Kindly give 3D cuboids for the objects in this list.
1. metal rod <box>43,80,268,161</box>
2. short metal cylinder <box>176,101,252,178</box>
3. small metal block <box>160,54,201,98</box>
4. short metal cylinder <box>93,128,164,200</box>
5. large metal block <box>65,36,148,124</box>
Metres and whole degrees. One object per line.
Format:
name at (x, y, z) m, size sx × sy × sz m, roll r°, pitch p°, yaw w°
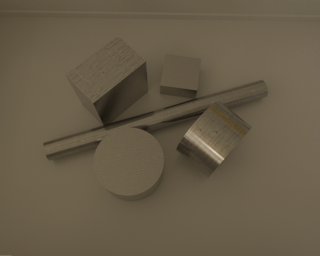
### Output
metal rod at (0.000, -0.013, 0.413) m, size 0.302 × 0.025 × 0.025 m, roll -16°, pitch 71°, yaw -7°
short metal cylinder at (0.065, 0.014, 0.375) m, size 0.050 × 0.080 × 0.080 m, roll 41°, pitch 75°, yaw 13°
small metal block at (0.029, -0.073, 0.435) m, size 0.050 × 0.025 × 0.050 m, roll 8°, pitch 70°, yaw 2°
short metal cylinder at (-0.036, 0.045, 0.377) m, size 0.081 × 0.050 × 0.080 m, roll 0°, pitch 70°, yaw 0°
large metal block at (-0.063, -0.057, 0.400) m, size 0.080 × 0.080 × 0.050 m, roll -42°, pitch 76°, yaw -14°
